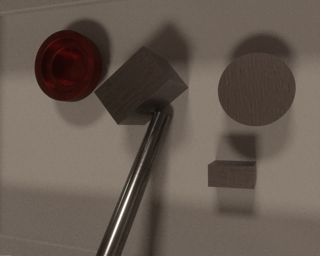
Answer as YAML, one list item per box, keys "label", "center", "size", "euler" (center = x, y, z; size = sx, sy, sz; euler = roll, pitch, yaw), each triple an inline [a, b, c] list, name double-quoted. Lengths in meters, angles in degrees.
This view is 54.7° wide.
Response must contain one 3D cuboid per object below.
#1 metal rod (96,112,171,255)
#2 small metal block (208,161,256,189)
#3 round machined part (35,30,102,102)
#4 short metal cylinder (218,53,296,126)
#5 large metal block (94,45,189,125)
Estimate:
- label: "metal rod"
  center: [-0.045, 0.110, 0.343]
  size: [0.025, 0.025, 0.300]
  euler: [11, 61, 19]
- label: "small metal block"
  center: [0.087, 0.054, 0.366]
  size: [0.050, 0.050, 0.025]
  euler: [0, 90, 19]
- label: "round machined part"
  center: [-0.126, -0.086, 0.444]
  size: [0.098, 0.042, 0.097]
  euler: [0, 90, 19]
- label: "short metal cylinder"
  center: [0.111, -0.042, 0.358]
  size: [0.080, 0.050, 0.079]
  euler: [0, 90, 19]
- label: "large metal block"
  center: [-0.020, -0.048, 0.387]
  size: [0.080, 0.080, 0.050]
  euler: [-40, 78, 15]
